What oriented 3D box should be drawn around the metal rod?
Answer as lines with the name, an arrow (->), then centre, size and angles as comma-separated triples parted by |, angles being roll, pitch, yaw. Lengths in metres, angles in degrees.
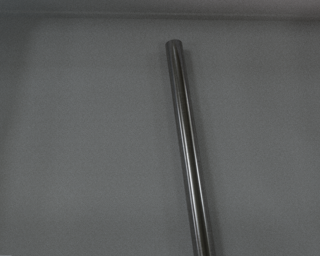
metal rod -> 0.036, 0.017, 0.403 | 0.025, 0.025, 0.299 | -6, 70, -2
